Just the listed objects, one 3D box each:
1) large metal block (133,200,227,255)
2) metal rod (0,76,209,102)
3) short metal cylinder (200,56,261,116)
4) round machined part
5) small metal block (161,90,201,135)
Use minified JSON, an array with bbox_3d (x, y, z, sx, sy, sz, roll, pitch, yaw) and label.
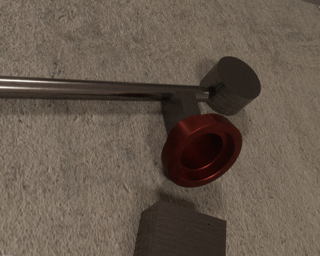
[{"bbox_3d":[0.020,0.130,0.320,0.080,0.050,0.080,22,54,-16],"label":"large metal block"},{"bbox_3d":[-0.065,-0.048,0.399,0.303,0.025,0.025,-2,63,-29],"label":"metal rod"},{"bbox_3d":[0.111,-0.066,0.490,0.081,0.050,0.080,14,56,-21],"label":"short metal cylinder"},{"bbox_3d":[0.047,0.023,0.378,0.099,0.097,0.042,1,33,-28],"label":"round machined part"},{"bbox_3d":[0.029,-0.015,0.414,0.025,0.050,0.050,2,60,-28],"label":"small metal block"}]
